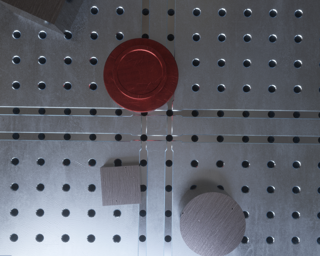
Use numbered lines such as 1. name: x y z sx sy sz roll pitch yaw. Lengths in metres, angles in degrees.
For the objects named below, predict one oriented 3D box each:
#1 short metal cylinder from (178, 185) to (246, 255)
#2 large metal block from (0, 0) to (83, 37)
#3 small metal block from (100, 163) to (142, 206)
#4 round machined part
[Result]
1. short metal cylinder: 0.064 0.118 0.401 0.081 0.050 0.079 0 90 0
2. large metal block: -0.148 -0.178 0.399 0.080 0.050 0.080 25 90 0
3. small metal block: -0.051 0.074 0.413 0.050 0.025 0.050 -4 90 0
4. round machined part: -0.025 -0.069 0.404 0.099 0.042 0.097 0 90 -1
